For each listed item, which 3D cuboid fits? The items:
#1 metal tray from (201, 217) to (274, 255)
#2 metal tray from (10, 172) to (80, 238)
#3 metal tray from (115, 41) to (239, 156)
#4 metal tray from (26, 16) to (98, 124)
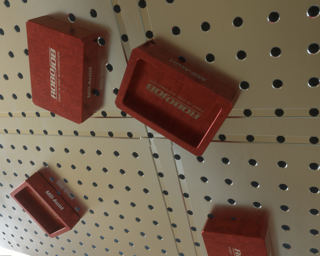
[{"bbox_3d":[0.122,0.197,0.466,0.090,0.030,0.129,-3,117,29],"label":"metal tray"},{"bbox_3d":[-0.235,0.159,0.631,0.090,0.030,0.130,-33,101,38],"label":"metal tray"},{"bbox_3d":[0.016,-0.034,0.378,0.130,0.030,0.089,32,129,7],"label":"metal tray"},{"bbox_3d":[-0.136,-0.078,0.433,0.090,0.030,0.129,22,127,14],"label":"metal tray"}]
